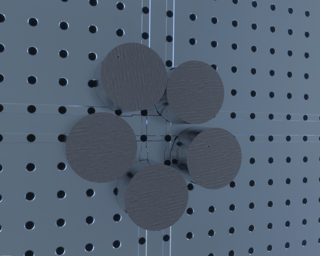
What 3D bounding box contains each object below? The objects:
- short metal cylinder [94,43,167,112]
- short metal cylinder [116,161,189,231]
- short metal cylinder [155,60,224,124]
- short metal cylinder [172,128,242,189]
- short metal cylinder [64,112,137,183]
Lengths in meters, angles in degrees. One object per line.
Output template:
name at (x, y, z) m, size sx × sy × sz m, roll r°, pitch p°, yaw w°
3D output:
short metal cylinder at (-0.038, -0.060, 0.385) m, size 0.081 × 0.050 × 0.079 m, roll 0°, pitch 90°, yaw -20°
short metal cylinder at (-0.011, 0.083, 0.394) m, size 0.081 × 0.050 × 0.080 m, roll 0°, pitch 90°, yaw -19°
short metal cylinder at (0.037, -0.045, 0.412) m, size 0.081 × 0.050 × 0.079 m, roll 0°, pitch 90°, yaw -20°
short metal cylinder at (0.062, 0.039, 0.421) m, size 0.081 × 0.050 × 0.079 m, roll -1°, pitch 92°, yaw -20°
short metal cylinder at (-0.073, 0.022, 0.372) m, size 0.081 × 0.050 × 0.079 m, roll 0°, pitch 91°, yaw -20°
